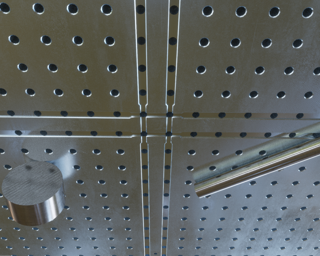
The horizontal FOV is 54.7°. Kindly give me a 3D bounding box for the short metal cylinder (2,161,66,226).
[{"bbox_3d":[-0.183,0.095,0.454,0.081,0.080,0.050,5,130,-4],"label":"short metal cylinder"}]

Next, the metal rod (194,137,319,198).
[{"bbox_3d":[0.189,0.041,0.448,0.300,0.025,0.025,-25,126,19],"label":"metal rod"}]

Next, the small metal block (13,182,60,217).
[{"bbox_3d":[-0.202,0.119,0.511,0.050,0.025,0.050,-10,130,8],"label":"small metal block"}]
